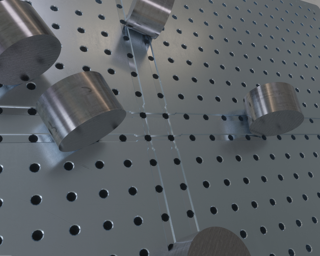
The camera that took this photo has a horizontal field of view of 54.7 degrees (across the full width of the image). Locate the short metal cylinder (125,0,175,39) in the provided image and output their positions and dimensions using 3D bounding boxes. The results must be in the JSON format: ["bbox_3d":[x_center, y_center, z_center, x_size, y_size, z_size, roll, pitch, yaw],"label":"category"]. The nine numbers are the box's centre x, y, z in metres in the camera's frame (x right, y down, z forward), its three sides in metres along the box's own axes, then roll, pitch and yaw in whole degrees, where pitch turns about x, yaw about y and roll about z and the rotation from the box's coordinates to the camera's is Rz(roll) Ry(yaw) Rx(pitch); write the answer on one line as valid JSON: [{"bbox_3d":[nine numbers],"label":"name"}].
[{"bbox_3d":[-0.016,-0.184,0.477,0.050,0.080,0.080,20,54,-17],"label":"short metal cylinder"}]

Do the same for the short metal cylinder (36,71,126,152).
[{"bbox_3d":[-0.084,-0.017,0.337,0.081,0.080,0.050,-25,75,-37],"label":"short metal cylinder"}]

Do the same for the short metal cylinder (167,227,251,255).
[{"bbox_3d":[0.052,0.151,0.328,0.081,0.050,0.080,14,56,-21],"label":"short metal cylinder"}]

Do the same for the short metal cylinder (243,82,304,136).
[{"bbox_3d":[0.175,-0.027,0.484,0.081,0.080,0.050,10,58,-23],"label":"short metal cylinder"}]

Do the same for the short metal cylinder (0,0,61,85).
[{"bbox_3d":[-0.159,-0.093,0.343,0.081,0.080,0.050,-32,80,-38],"label":"short metal cylinder"}]
